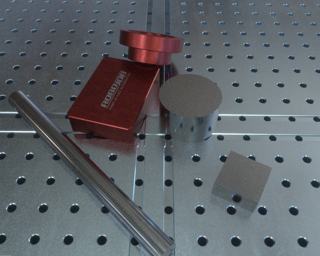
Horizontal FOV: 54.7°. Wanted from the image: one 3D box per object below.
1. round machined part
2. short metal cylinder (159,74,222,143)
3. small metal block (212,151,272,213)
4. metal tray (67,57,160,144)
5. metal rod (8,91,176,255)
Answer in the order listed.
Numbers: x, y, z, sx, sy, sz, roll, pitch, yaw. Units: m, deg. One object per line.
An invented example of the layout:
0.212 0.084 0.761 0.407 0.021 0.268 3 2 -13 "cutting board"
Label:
-0.015 -0.125 0.483 0.099 0.042 0.098 8 19 -3 "round machined part"
0.039 -0.027 0.415 0.081 0.050 0.080 0 50 0 "short metal cylinder"
0.094 0.061 0.358 0.050 0.025 0.050 23 54 18 "small metal block"
-0.061 -0.045 0.441 0.090 0.030 0.130 13 51 10 "metal tray"
-0.098 0.041 0.372 0.025 0.025 0.300 -37 59 -27 "metal rod"
